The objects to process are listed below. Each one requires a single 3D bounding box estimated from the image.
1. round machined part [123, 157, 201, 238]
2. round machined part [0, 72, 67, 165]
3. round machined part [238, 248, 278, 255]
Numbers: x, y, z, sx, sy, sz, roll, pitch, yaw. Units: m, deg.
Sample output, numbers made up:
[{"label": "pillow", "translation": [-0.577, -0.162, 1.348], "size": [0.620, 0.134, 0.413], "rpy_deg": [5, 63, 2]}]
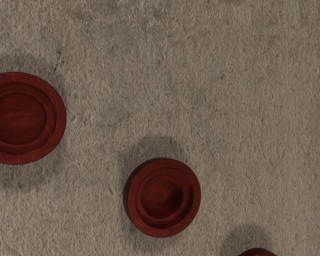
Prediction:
[{"label": "round machined part", "translation": [0.000, 0.086, 0.401], "size": [0.099, 0.042, 0.097], "rpy_deg": [0, 90, -21]}, {"label": "round machined part", "translation": [-0.156, -0.010, 0.343], "size": [0.099, 0.042, 0.097], "rpy_deg": [0, 90, -21]}, {"label": "round machined part", "translation": [0.136, 0.224, 0.453], "size": [0.099, 0.042, 0.097], "rpy_deg": [0, 90, -21]}]
